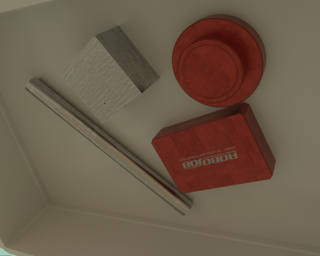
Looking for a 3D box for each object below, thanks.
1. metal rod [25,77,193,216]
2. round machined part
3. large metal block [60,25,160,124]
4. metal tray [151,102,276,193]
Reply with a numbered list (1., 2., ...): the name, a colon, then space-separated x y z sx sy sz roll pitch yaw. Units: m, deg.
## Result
1. metal rod: -0.076 0.027 0.463 0.300 0.025 0.025 38 129 1
2. round machined part: 0.058 -0.065 0.326 0.098 0.042 0.097 13 124 20
3. large metal block: -0.062 -0.064 0.384 0.080 0.050 0.080 -33 101 38
4. metal tray: 0.064 0.030 0.389 0.130 0.030 0.090 -18 109 35
